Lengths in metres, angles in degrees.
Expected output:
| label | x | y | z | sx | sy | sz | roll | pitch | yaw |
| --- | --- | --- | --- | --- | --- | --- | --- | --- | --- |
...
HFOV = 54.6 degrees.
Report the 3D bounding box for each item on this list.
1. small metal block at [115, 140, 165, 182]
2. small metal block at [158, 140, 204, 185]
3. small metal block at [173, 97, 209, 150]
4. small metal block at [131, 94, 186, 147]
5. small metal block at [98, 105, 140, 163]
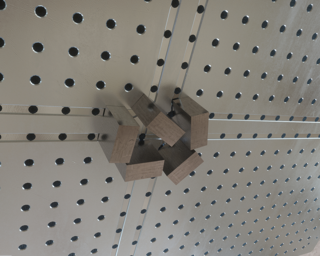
| label | x | y | z | sx | sy | sz | roll | pitch | yaw |
| --- | --- | --- | --- | --- | --- | --- | --- | --- | --- |
| small metal block | -0.029 | 0.041 | 0.404 | 0.050 | 0.050 | 0.025 | -5 | 121 | -26 |
| small metal block | 0.024 | 0.043 | 0.433 | 0.050 | 0.050 | 0.025 | -41 | 128 | -1 |
| small metal block | 0.040 | -0.007 | 0.411 | 0.025 | 0.050 | 0.050 | -15 | 124 | -20 |
| small metal block | -0.002 | -0.010 | 0.387 | 0.025 | 0.050 | 0.050 | -47 | 130 | 6 |
| small metal block | -0.051 | 0.007 | 0.371 | 0.025 | 0.050 | 0.050 | 4 | 117 | -30 |
